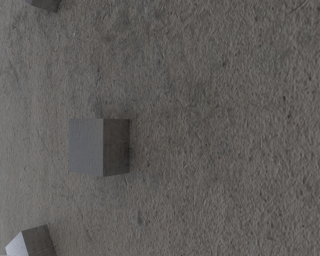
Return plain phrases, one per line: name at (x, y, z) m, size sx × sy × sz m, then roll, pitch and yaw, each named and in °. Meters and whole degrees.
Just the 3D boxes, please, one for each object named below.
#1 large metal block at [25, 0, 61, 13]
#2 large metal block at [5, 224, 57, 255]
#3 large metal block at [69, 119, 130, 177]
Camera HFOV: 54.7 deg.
large metal block at (-0.219, -0.270, 0.570) m, size 0.080 × 0.050 × 0.080 m, roll 41°, pitch 115°, yaw 32°
large metal block at (-0.245, 0.244, 0.591) m, size 0.080 × 0.050 × 0.080 m, roll -43°, pitch 64°, yaw 31°
large metal block at (-0.092, 0.026, 0.465) m, size 0.080 × 0.050 × 0.080 m, roll 1°, pitch 91°, yaw 40°
